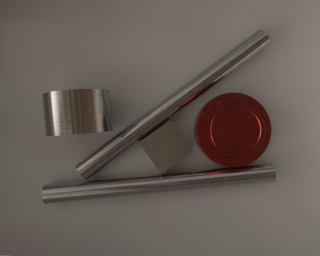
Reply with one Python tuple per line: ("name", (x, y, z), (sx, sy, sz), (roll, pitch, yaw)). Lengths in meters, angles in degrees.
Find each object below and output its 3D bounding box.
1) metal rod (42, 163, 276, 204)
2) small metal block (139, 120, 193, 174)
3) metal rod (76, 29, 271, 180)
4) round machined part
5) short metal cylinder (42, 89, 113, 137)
("metal rod", (-0.001, 0.073, 0.410), (0.302, 0.025, 0.025), (-5, 90, -1))
("small metal block", (0.008, 0.024, 0.409), (0.050, 0.025, 0.050), (-36, 90, 0))
("metal rod", (0.018, -0.031, 0.410), (0.301, 0.025, 0.025), (-36, 90, -1))
("round machined part", (0.096, 0.003, 0.401), (0.099, 0.042, 0.097), (0, 90, -1))
("short metal cylinder", (-0.100, -0.018, 0.382), (0.081, 0.080, 0.050), (-5, 90, -1))
